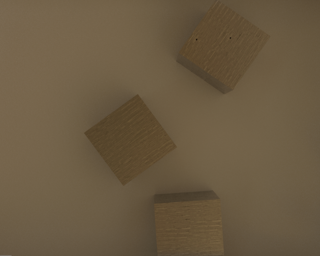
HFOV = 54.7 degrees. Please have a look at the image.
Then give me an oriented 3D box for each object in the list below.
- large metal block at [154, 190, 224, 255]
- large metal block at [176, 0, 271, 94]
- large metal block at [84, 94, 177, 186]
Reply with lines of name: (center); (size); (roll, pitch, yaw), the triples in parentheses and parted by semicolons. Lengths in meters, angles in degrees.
large metal block: (0.036, 0.128, 0.400); (0.081, 0.050, 0.079); (-4, 90, -1)
large metal block: (0.078, -0.101, 0.400); (0.080, 0.050, 0.080); (35, 90, -1)
large metal block: (-0.036, 0.014, 0.399); (0.080, 0.050, 0.080); (-36, 90, 0)
